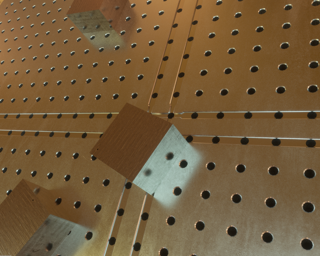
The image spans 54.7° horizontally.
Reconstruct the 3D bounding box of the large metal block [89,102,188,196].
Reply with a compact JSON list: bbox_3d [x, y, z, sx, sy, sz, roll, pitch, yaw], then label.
[{"bbox_3d":[-0.026,0.025,0.389,0.080,0.050,0.080,26,76,36],"label":"large metal block"}]

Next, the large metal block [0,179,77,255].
[{"bbox_3d":[-0.170,0.127,0.402,0.080,0.050,0.080,32,79,37],"label":"large metal block"}]

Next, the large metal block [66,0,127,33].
[{"bbox_3d":[-0.119,-0.233,0.596,0.080,0.050,0.080,4,64,29],"label":"large metal block"}]
